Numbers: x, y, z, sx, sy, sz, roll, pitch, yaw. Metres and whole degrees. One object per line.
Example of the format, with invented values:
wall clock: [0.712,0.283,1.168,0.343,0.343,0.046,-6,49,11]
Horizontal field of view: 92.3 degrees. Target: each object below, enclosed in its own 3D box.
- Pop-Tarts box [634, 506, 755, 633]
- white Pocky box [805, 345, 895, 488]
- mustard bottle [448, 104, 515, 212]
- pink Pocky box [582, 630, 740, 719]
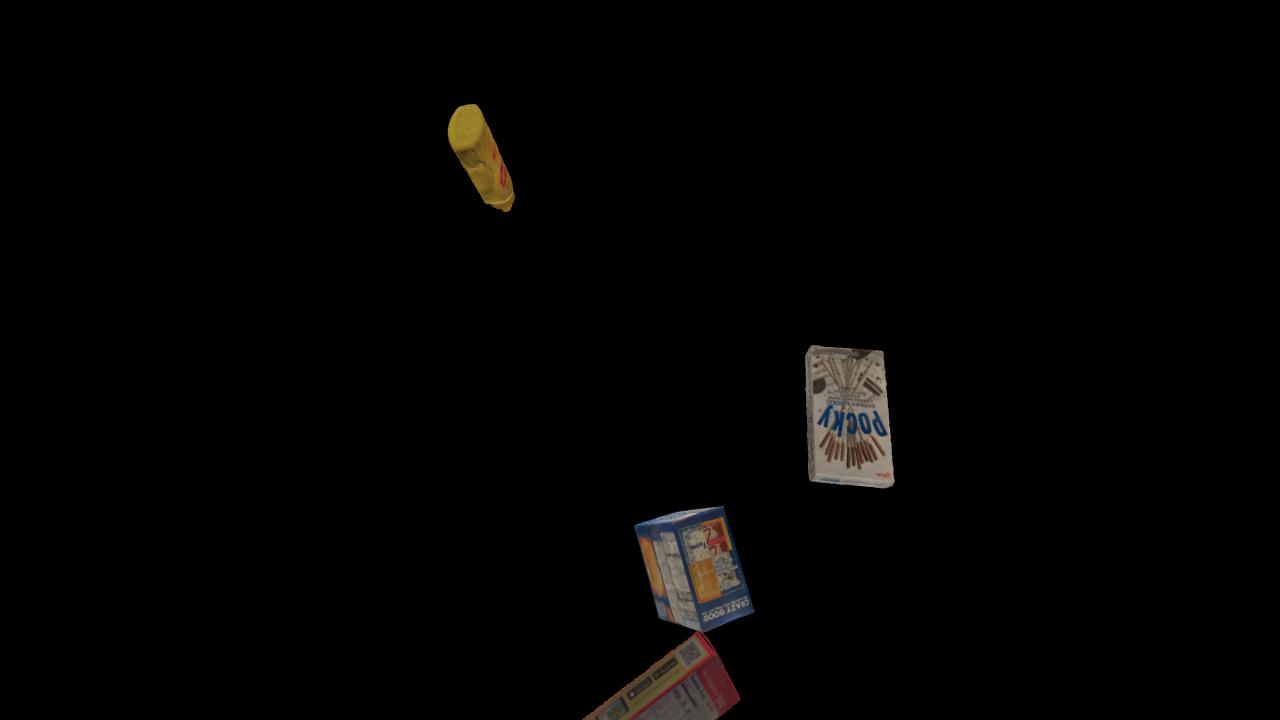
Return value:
Pop-Tarts box: [0.069,0.286,0.859,0.083,0.141,0.167,-11,-12,-21]
white Pocky box: [0.225,0.059,0.668,0.084,0.154,0.028,5,-27,3]
mustard bottle: [-0.235,-0.293,0.949,0.054,0.092,0.184,-12,-26,3]
pink Pocky box: [0.005,0.294,0.494,0.155,0.084,0.029,-32,35,-13]
